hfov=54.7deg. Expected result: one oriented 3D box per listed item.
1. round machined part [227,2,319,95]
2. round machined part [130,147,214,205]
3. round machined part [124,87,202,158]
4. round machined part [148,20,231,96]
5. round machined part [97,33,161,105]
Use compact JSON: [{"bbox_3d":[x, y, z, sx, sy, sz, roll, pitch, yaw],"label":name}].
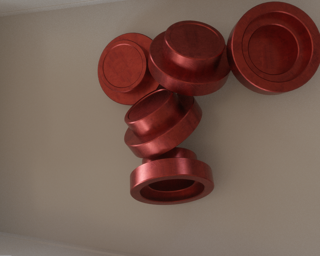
[{"bbox_3d":[0.123,-0.085,0.346,0.099,0.042,0.097,0,87,-4],"label":"round machined part"},{"bbox_3d":[0.013,0.057,0.373,0.098,0.098,0.042,-17,56,19],"label":"round machined part"},{"bbox_3d":[-0.003,-0.013,0.369,0.098,0.098,0.042,-27,115,17],"label":"round machined part"},{"bbox_3d":[0.037,-0.087,0.359,0.099,0.042,0.098,4,54,-5],"label":"round machined part"},{"bbox_3d":[-0.041,-0.079,0.415,0.098,0.042,0.097,0,90,19],"label":"round machined part"}]
